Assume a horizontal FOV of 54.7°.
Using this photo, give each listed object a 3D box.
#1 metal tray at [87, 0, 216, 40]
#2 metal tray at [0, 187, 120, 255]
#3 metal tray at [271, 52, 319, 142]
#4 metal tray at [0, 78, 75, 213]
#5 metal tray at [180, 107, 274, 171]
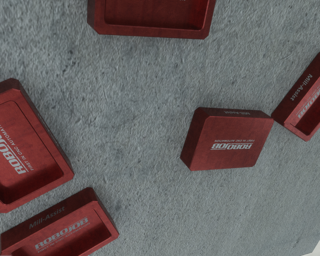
[{"bbox_3d":[-0.004,-0.141,0.314,0.131,0.030,0.089,-5,121,-26],"label":"metal tray"},{"bbox_3d":[-0.132,0.147,0.422,0.131,0.030,0.090,-28,128,-11],"label":"metal tray"},{"bbox_3d":[0.254,-0.048,0.512,0.090,0.030,0.129,25,105,-37],"label":"metal tray"},{"bbox_3d":[-0.161,0.023,0.329,0.090,0.030,0.129,-28,128,-11],"label":"metal tray"},{"bbox_3d":[0.103,0.017,0.470,0.131,0.030,0.089,1,118,-29],"label":"metal tray"}]
